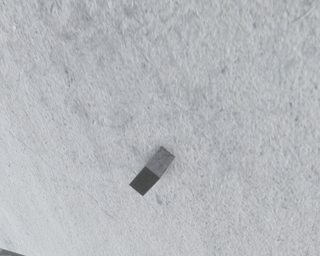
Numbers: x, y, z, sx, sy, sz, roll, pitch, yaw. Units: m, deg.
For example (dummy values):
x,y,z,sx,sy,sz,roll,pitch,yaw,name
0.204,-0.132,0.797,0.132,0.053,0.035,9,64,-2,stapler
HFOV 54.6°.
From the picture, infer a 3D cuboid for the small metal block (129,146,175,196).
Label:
x,y,z,sx,sy,sz,roll,pitch,yaw,name
-0.011,0.060,0.434,0.025,0.050,0.050,40,129,1,small metal block
